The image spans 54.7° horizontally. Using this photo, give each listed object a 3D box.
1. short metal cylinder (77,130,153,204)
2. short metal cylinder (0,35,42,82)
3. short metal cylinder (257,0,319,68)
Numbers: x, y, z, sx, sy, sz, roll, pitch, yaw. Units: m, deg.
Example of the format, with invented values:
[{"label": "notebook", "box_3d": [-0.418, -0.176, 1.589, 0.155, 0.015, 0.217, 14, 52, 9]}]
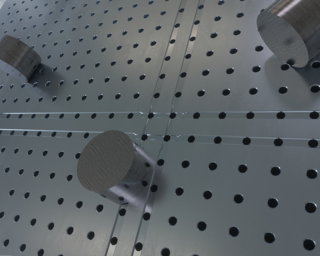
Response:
[{"label": "short metal cylinder", "box_3d": [-0.056, 0.049, 0.391, 0.080, 0.050, 0.080, -13, 56, 21]}, {"label": "short metal cylinder", "box_3d": [-0.281, -0.134, 0.603, 0.080, 0.080, 0.050, 16, 70, 34]}, {"label": "short metal cylinder", "box_3d": [0.161, -0.118, 0.361, 0.050, 0.080, 0.080, -40, 51, 1]}]
